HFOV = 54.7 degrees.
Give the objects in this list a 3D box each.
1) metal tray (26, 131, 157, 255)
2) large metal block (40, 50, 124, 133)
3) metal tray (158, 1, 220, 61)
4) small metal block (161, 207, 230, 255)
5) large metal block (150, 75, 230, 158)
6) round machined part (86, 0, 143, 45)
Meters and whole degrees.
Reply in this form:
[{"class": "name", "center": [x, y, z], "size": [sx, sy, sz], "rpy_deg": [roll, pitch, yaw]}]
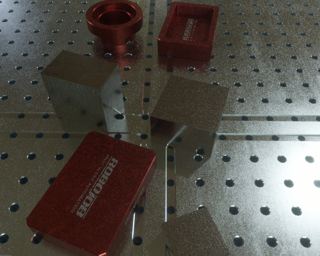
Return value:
[{"class": "metal tray", "center": [-0.069, 0.070, 0.345], "size": [0.090, 0.030, 0.130], "rpy_deg": [18, 52, 14]}, {"class": "large metal block", "center": [-0.098, -0.048, 0.411], "size": [0.080, 0.080, 0.050], "rpy_deg": [16, 52, 13]}, {"class": "metal tray", "center": [0.053, -0.176, 0.552], "size": [0.090, 0.030, 0.130], "rpy_deg": [10, 51, 8]}, {"class": "small metal block", "center": [0.034, 0.115, 0.311], "size": [0.050, 0.025, 0.050], "rpy_deg": [-16, 52, -14]}, {"class": "large metal block", "center": [0.039, -0.017, 0.406], "size": [0.080, 0.050, 0.080], "rpy_deg": [15, 52, 12]}, {"class": "round machined part", "center": [-0.079, -0.186, 0.552], "size": [0.099, 0.042, 0.098], "rpy_deg": [0, 50, 0]}]
